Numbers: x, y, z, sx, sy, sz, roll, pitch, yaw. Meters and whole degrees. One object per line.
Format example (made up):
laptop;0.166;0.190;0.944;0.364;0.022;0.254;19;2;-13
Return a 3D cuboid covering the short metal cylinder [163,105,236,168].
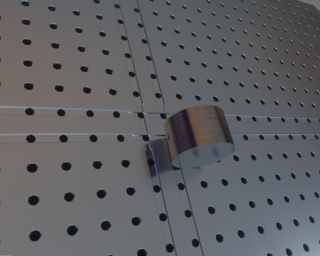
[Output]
short metal cylinder;0.049;0.013;0.393;0.081;0.080;0.050;2;61;-28
